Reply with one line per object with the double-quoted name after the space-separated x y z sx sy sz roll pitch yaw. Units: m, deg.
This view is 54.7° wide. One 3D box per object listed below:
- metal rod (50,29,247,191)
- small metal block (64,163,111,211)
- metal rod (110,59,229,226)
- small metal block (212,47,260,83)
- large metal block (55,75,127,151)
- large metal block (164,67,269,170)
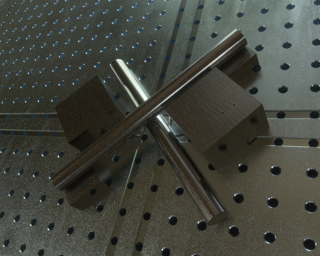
-0.015 -0.022 0.397 0.300 0.025 0.025 -38 51 2 "metal rod"
-0.101 0.073 0.417 0.050 0.025 0.050 -39 51 2 "small metal block"
-0.005 -0.004 0.412 0.025 0.025 0.300 -37 51 4 "metal rod"
0.095 -0.088 0.413 0.050 0.025 0.050 -38 51 3 "small metal block"
-0.097 -0.018 0.454 0.080 0.050 0.080 -37 51 3 "large metal block"
0.066 -0.012 0.365 0.080 0.050 0.080 -40 51 1 "large metal block"
